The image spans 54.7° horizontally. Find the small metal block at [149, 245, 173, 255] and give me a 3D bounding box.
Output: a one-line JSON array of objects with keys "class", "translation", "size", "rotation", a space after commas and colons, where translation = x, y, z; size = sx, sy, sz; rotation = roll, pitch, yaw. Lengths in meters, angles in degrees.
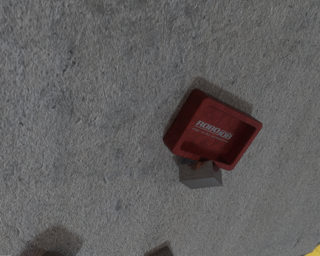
[{"class": "small metal block", "translation": [0.002, 0.249, 0.562], "size": [0.050, 0.025, 0.050], "rotation": [-25, 128, -13]}]

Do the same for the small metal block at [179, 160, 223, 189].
[{"class": "small metal block", "translation": [0.061, 0.071, 0.460], "size": [0.050, 0.025, 0.050], "rotation": [-11, 152, 22]}]

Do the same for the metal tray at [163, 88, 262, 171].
[{"class": "metal tray", "translation": [0.080, 0.007, 0.451], "size": [0.131, 0.030, 0.090], "rotation": [20, 108, -36]}]

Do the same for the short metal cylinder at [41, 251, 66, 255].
[{"class": "short metal cylinder", "translation": [-0.145, 0.220, 0.428], "size": [0.080, 0.080, 0.050], "rotation": [-39, 129, -2]}]
